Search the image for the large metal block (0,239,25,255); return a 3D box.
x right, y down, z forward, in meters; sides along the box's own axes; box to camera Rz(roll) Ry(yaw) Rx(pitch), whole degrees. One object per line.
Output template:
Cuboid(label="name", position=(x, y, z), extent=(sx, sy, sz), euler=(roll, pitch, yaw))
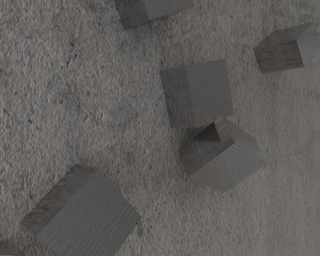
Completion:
Cuboid(label="large metal block", position=(-0.161, 0.147, 0.254), extent=(0.081, 0.050, 0.080), euler=(0, 90, -40))

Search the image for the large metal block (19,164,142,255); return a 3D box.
Cuboid(label="large metal block", position=(-0.079, 0.096, 0.322), extent=(0.080, 0.050, 0.080), euler=(-50, 120, -28))

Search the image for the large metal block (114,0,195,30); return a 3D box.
Cuboid(label="large metal block", position=(-0.012, -0.174, 0.377), extent=(0.081, 0.050, 0.080), euler=(-30, 109, -36))

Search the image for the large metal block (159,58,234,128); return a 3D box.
Cuboid(label="large metal block", position=(0.053, -0.049, 0.433), extent=(0.081, 0.050, 0.080), euler=(-19, 102, -38))

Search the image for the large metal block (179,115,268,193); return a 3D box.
Cuboid(label="large metal block", position=(0.088, 0.039, 0.434), extent=(0.080, 0.080, 0.050), euler=(28, 31, -37))

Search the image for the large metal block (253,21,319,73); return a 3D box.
Cuboid(label="large metal block", position=(0.231, -0.145, 0.562), extent=(0.080, 0.080, 0.050), euler=(-41, 115, -32))
